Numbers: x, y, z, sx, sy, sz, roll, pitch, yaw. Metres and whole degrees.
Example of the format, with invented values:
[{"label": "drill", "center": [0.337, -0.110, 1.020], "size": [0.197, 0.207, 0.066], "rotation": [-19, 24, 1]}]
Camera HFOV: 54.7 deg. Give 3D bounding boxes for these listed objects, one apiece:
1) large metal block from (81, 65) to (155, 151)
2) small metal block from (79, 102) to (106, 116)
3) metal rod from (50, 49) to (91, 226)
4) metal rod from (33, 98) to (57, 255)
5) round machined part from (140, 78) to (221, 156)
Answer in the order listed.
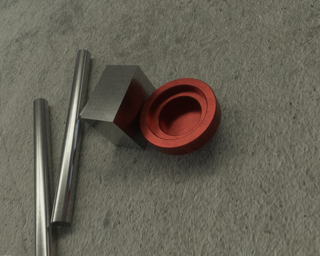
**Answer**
[{"label": "large metal block", "center": [-0.045, -0.026, 0.406], "size": [0.050, 0.080, 0.080], "rotation": [7, 65, 31]}, {"label": "small metal block", "center": [-0.084, -0.027, 0.463], "size": [0.050, 0.025, 0.050], "rotation": [20, 72, 35]}, {"label": "metal rod", "center": [-0.131, -0.005, 0.473], "size": [0.025, 0.025, 0.299], "rotation": [-15, 56, 19]}, {"label": "metal rod", "center": [-0.168, 0.071, 0.445], "size": [0.025, 0.025, 0.299], "rotation": [-27, 53, 11]}, {"label": "round machined part", "center": [0.028, -0.010, 0.384], "size": [0.098, 0.042, 0.098], "rotation": [-13, 56, 20]}]
